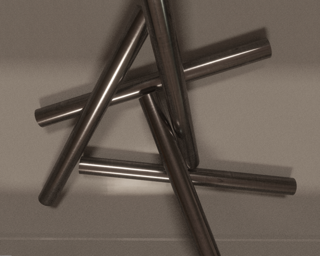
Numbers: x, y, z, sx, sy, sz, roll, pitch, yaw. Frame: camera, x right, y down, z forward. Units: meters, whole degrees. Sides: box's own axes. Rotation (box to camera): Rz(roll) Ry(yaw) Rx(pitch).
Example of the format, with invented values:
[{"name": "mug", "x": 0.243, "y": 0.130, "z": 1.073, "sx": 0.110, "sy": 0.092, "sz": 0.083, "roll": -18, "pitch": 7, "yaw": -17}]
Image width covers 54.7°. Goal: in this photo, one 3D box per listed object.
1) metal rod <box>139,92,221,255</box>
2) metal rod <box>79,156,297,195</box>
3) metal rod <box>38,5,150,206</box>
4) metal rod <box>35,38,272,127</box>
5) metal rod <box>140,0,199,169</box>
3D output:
[{"name": "metal rod", "x": 0.039, "y": 0.100, "z": 0.369, "sx": 0.025, "sy": 0.025, "sz": 0.299, "roll": -21, "pitch": 88, "yaw": 7}, {"name": "metal rod", "x": 0.040, "y": 0.068, "z": 0.436, "sx": 0.302, "sy": 0.025, "sz": 0.025, "roll": 6, "pitch": 110, "yaw": -3}, {"name": "metal rod", "x": -0.088, "y": -0.008, "z": 0.382, "sx": 0.025, "sy": 0.025, "sz": 0.298, "roll": 29, "pitch": 116, "yaw": -11}, {"name": "metal rod", "x": -0.013, "y": -0.055, "z": 0.390, "sx": 0.301, "sy": 0.025, "sz": 0.025, "roll": -16, "pitch": 110, "yaw": 5}, {"name": "metal rod", "x": 0.013, "y": -0.050, "z": 0.322, "sx": 0.025, "sy": 0.025, "sz": 0.299, "roll": -12, "pitch": 137, "yaw": 4}]
